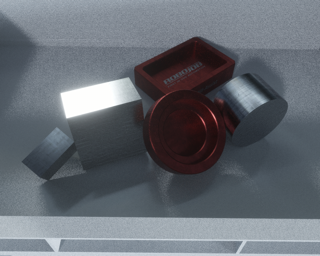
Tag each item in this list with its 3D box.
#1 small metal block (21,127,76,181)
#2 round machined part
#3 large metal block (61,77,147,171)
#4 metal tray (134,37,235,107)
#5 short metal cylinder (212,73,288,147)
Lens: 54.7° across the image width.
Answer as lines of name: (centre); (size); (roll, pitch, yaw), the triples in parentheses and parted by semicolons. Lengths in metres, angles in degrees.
small metal block: (-0.122, 0.031, 0.351); (0.025, 0.050, 0.050); (41, 73, 1)
round machined part: (0.025, 0.006, 0.369); (0.099, 0.042, 0.097); (4, 79, -23)
large metal block: (-0.064, -0.005, 0.368); (0.081, 0.079, 0.050); (-16, 42, -14)
metal tray: (0.038, -0.085, 0.473); (0.131, 0.030, 0.090); (-33, 58, -25)
short metal cylinder: (0.110, -0.022, 0.389); (0.081, 0.080, 0.050); (-21, 53, -17)
